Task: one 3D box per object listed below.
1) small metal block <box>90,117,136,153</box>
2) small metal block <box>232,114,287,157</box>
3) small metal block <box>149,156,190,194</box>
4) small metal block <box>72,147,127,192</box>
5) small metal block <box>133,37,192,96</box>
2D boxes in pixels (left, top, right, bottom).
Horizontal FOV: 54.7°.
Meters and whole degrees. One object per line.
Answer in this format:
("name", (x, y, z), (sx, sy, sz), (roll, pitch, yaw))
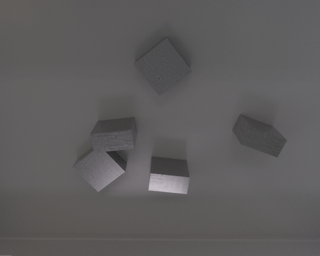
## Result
("small metal block", (-0.058, 0.008, 0.400), (0.050, 0.050, 0.025), (-6, 110, 2))
("small metal block", (0.127, 0.009, 0.402), (0.050, 0.050, 0.025), (20, 109, -7))
("small metal block", (0.012, 0.063, 0.421), (0.050, 0.050, 0.025), (6, 110, -3))
("small metal block", (-0.082, 0.052, 0.430), (0.050, 0.025, 0.050), (-38, 106, 12))
("small metal block", (0.004, -0.076, 0.383), (0.050, 0.025, 0.050), (-36, 106, 12))
